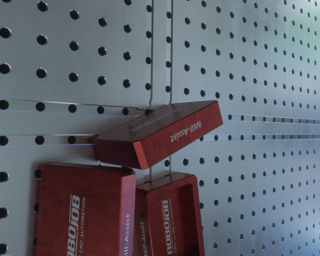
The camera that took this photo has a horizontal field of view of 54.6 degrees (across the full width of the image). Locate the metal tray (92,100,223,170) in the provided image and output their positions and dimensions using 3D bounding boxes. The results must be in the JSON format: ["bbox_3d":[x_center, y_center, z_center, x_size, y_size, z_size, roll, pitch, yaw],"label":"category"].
[{"bbox_3d":[0.000,0.003,0.365,0.131,0.090,0.030,-27,107,-37],"label":"metal tray"}]

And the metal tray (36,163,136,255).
[{"bbox_3d":[-0.073,0.102,0.303,0.030,0.090,0.129,9,84,-70],"label":"metal tray"}]

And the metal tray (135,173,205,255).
[{"bbox_3d":[0.014,0.134,0.416,0.091,0.030,0.129,-11,97,-39],"label":"metal tray"}]
